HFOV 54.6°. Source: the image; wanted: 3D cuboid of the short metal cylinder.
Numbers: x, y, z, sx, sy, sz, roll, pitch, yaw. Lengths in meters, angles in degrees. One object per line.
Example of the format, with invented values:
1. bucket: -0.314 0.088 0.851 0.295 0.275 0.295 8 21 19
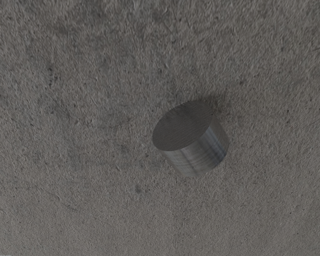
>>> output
1. short metal cylinder: 0.038 0.012 0.382 0.080 0.080 0.050 -24 126 19
